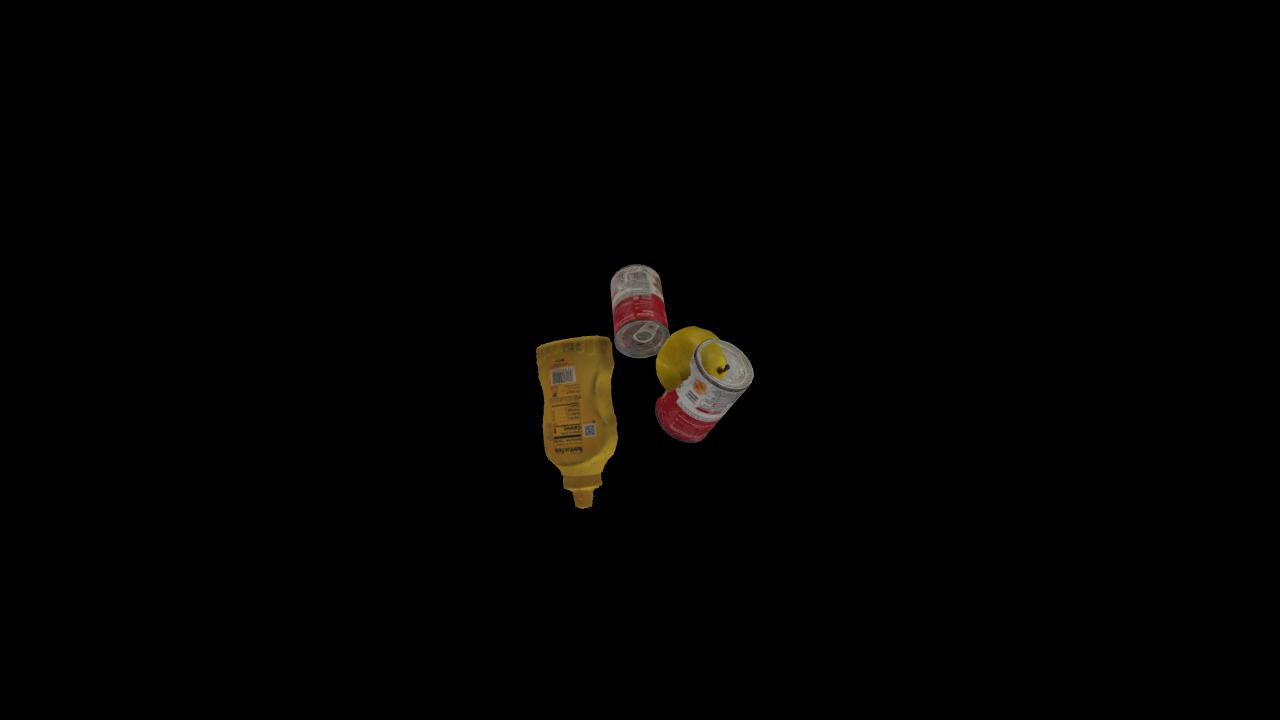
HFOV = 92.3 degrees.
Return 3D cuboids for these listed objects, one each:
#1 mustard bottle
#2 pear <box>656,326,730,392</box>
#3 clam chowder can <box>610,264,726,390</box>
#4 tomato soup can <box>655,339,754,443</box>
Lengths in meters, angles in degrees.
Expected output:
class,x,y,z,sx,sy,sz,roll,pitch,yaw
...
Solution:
class,x,y,z,sx,sy,sz,roll,pitch,yaw
mustard bottle,-0.068,0.070,0.675,0.092,0.184,0.054,-8,-8,23
pear,0.063,0.011,0.636,0.080,0.080,0.111,0,16,-19
clam chowder can,-0.002,-0.062,0.766,0.068,0.102,0.068,-4,-39,-3
tomato soup can,0.066,0.033,0.649,0.068,0.068,0.101,0,-37,-29
